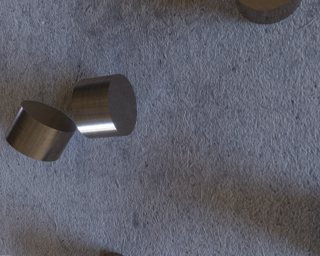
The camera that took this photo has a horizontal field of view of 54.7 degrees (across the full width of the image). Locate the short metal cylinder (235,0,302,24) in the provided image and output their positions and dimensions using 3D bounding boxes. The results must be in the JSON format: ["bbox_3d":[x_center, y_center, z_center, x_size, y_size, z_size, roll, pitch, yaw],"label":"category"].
[{"bbox_3d":[0.123,-0.166,0.352,0.080,0.050,0.080,0,90,20],"label":"short metal cylinder"}]

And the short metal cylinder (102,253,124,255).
[{"bbox_3d":[-0.071,0.219,0.421,0.080,0.050,0.080,0,90,20],"label":"short metal cylinder"}]

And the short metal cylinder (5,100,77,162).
[{"bbox_3d":[-0.167,0.003,0.439,0.080,0.080,0.050,36,102,16],"label":"short metal cylinder"}]

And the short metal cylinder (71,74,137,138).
[{"bbox_3d":[-0.070,-0.028,0.404,0.050,0.080,0.080,-5,88,20],"label":"short metal cylinder"}]
